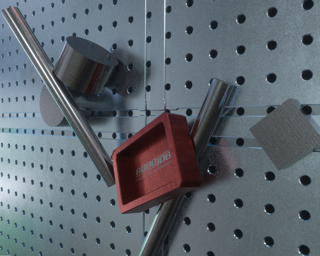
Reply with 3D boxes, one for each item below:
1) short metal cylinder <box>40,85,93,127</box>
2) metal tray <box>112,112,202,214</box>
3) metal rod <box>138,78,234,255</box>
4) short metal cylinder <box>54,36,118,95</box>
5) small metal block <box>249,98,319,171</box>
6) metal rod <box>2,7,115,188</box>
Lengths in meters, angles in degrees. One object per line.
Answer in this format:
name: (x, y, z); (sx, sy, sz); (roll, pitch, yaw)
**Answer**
short metal cylinder: (-0.158, -0.042, 0.520); (0.080, 0.050, 0.079); (0, 90, 39)
metal tray: (-0.011, 0.048, 0.389); (0.129, 0.030, 0.090); (-36, 57, 43)
metal rod: (0.020, 0.081, 0.391); (0.025, 0.025, 0.298); (33, 110, 34)
short metal cylinder: (-0.110, -0.093, 0.461); (0.080, 0.081, 0.050); (46, 118, 30)
small metal block: (0.126, 0.006, 0.305); (0.050, 0.025, 0.050); (-44, 64, 31)
metal rod: (-0.145, -0.045, 0.462); (0.025, 0.025, 0.299); (-31, 91, 35)
